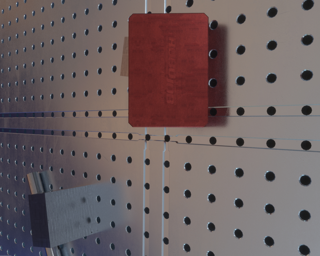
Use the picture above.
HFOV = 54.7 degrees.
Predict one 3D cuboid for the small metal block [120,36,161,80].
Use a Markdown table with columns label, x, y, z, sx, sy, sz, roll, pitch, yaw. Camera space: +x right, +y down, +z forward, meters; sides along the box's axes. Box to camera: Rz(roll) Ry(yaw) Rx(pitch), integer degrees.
| label | x | y | z | sx | sy | sz | roll | pitch | yaw |
| --- | --- | --- | --- | --- | --- | --- | --- | --- | --- |
| small metal block | -0.023 | -0.090 | 0.410 | 0.025 | 0.050 | 0.050 | 12 | 98 | 39 |

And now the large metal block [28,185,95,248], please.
| label | x | y | z | sx | sy | sz | roll | pitch | yaw |
| --- | --- | --- | --- | --- | --- | --- | --- | --- | --- |
| large metal block | -0.158 | 0.140 | 0.501 | 0.050 | 0.081 | 0.080 | -14 | 81 | 39 |

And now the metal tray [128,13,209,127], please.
| label | x | y | z | sx | sy | sz | roll | pitch | yaw |
| --- | --- | --- | --- | --- | --- | --- | --- | --- | --- |
| metal tray | 0.010 | -0.065 | 0.364 | 0.091 | 0.030 | 0.129 | 0 | 90 | 2 |

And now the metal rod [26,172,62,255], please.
| label | x | y | z | sx | sy | sz | roll | pitch | yaw |
| --- | --- | --- | --- | --- | --- | --- | --- | --- | --- |
| metal rod | -0.198 | 0.223 | 0.568 | 0.025 | 0.025 | 0.299 | -35 | 69 | 34 |
